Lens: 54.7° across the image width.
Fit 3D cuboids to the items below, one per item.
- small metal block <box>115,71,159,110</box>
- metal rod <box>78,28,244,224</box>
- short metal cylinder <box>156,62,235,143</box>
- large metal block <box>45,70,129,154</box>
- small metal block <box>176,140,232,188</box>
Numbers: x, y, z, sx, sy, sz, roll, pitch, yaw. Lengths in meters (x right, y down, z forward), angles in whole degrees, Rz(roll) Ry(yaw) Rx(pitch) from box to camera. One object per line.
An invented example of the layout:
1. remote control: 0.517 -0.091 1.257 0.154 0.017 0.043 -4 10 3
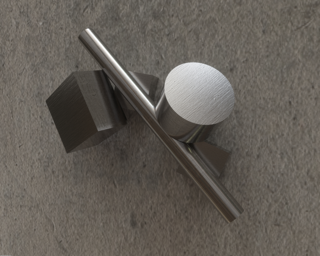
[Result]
1. small metal block: -0.034 -0.049 0.421 0.050 0.025 0.050 13 94 19
2. metal rod: -0.007 -0.012 0.385 0.025 0.025 0.300 -43 77 15
3. short metal cylinder: 0.039 -0.029 0.361 0.081 0.050 0.080 5 64 -11
4. large metal block: -0.099 -0.021 0.413 0.080 0.050 0.080 -31 80 41
5. small metal block: 0.056 0.043 0.390 0.050 0.025 0.050 26 98 17
